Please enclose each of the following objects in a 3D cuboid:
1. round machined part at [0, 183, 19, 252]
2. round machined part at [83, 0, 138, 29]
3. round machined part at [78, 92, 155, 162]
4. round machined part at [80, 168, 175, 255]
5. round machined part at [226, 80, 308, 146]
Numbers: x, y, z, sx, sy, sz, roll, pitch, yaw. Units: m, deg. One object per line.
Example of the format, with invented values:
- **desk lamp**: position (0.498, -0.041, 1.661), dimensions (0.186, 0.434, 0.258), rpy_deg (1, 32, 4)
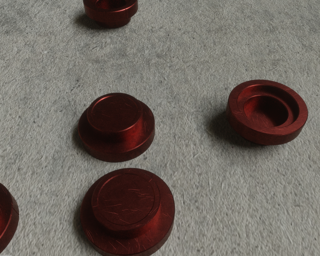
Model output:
- **round machined part**: position (-0.201, 0.092, 0.313), dimensions (0.099, 0.042, 0.098), rpy_deg (0, 50, 0)
- **round machined part**: position (-0.090, -0.223, 0.578), dimensions (0.099, 0.042, 0.098), rpy_deg (0, 50, 0)
- **round machined part**: position (-0.056, -0.008, 0.398), dimensions (0.099, 0.042, 0.098), rpy_deg (0, 50, 0)
- **round machined part**: position (-0.034, 0.082, 0.323), dimensions (0.099, 0.042, 0.098), rpy_deg (0, 50, 0)
- **round machined part**: position (0.136, -0.016, 0.406), dimensions (0.099, 0.042, 0.098), rpy_deg (0, 50, 0)
